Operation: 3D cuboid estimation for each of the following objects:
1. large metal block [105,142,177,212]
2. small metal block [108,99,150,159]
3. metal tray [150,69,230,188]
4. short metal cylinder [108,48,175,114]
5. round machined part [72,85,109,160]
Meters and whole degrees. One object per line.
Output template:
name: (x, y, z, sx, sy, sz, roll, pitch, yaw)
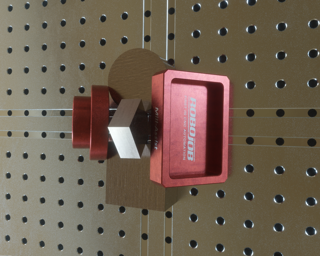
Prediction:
large metal block: (-0.022, 0.059, 0.407, 0.080, 0.050, 0.080, 2, 91, 20)
small metal block: (-0.034, 0.001, 0.366, 0.025, 0.050, 0.050, 0, 132, 17)
metal tray: (0.036, 0.001, 0.367, 0.030, 0.091, 0.129, 2, 91, 63)
short metal cylinder: (-0.020, -0.059, 0.405, 0.080, 0.050, 0.080, 0, 90, 20)
round machined part: (-0.091, -0.007, 0.402, 0.042, 0.098, 0.097, 1, 91, -13)
